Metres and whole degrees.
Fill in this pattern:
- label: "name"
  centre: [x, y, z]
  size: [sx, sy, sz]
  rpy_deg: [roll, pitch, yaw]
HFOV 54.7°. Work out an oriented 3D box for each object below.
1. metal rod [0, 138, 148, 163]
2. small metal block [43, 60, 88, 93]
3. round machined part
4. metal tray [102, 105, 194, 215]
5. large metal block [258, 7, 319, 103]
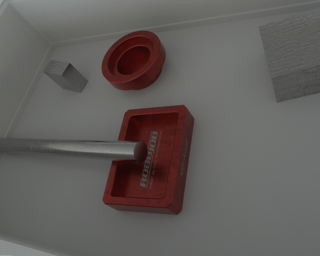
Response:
- label: "metal rod"
  centre: [-0.144, 0.028, 0.438]
  size: [0.300, 0.025, 0.025]
  rpy_deg: [0, 61, 35]
- label: "small metal block"
  centre: [-0.159, -0.087, 0.525]
  size: [0.050, 0.050, 0.025]
  rpy_deg: [16, 70, 34]
- label: "round machined part"
  centre: [-0.036, -0.097, 0.472]
  size: [0.098, 0.042, 0.098]
  rpy_deg: [-13, 56, 20]
- label: "metal tray"
  centre: [-0.012, 0.037, 0.384]
  size: [0.090, 0.030, 0.130]
  rpy_deg: [-3, 60, 26]
- label: "large metal block"
  centre: [0.165, -0.084, 0.355]
  size: [0.080, 0.050, 0.080]
  rpy_deg: [-13, 56, 20]
